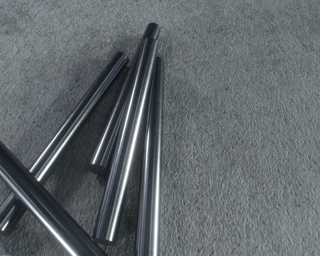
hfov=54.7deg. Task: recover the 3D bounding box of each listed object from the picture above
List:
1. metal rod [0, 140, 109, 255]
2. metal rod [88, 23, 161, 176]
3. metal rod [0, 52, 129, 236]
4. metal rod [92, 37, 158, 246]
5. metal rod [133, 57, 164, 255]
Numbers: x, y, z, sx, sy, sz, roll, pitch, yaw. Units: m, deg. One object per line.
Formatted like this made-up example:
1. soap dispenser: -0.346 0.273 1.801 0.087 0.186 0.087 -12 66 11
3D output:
1. metal rod: -0.127 0.070 0.314 0.300 0.025 0.025 39 60 18
2. metal rod: -0.042 -0.064 0.456 0.025 0.025 0.300 9 50 7
3. metal rod: -0.113 -0.004 0.405 0.025 0.025 0.301 16 52 13
4. metal rod: -0.035 -0.008 0.393 0.025 0.025 0.300 6 55 5
5. metal rod: -0.009 0.012 0.392 0.025 0.025 0.300 1 50 1
